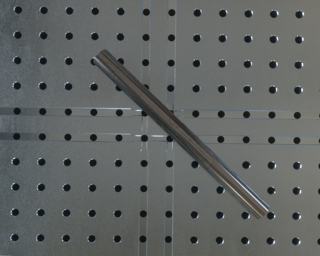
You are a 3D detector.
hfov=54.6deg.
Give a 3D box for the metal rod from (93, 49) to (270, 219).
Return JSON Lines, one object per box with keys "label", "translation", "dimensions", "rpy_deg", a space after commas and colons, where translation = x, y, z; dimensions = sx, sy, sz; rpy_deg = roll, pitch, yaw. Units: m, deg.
{"label": "metal rod", "translation": [0.028, 0.008, 0.413], "dimensions": [0.300, 0.025, 0.025], "rpy_deg": [44, 90, 0]}
